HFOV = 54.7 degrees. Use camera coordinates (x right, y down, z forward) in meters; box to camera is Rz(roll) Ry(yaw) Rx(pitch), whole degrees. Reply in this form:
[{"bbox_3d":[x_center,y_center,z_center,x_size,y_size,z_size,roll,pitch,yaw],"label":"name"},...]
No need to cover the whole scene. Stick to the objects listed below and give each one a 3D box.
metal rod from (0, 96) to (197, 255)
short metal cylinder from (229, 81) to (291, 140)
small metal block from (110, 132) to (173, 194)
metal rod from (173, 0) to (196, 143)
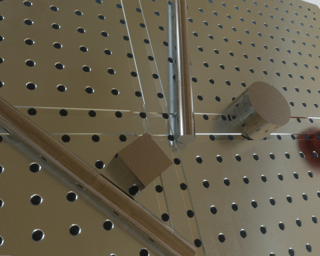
[{"bbox_3d":[-0.086,0.047,0.332,0.300,0.025,0.025,38,51,-3],"label":"metal rod"},{"bbox_3d":[0.158,-0.027,0.493,0.081,0.050,0.080,14,56,-21],"label":"short metal cylinder"},{"bbox_3d":[-0.021,0.041,0.371,0.050,0.025,0.050,49,51,6],"label":"small metal block"},{"bbox_3d":[0.036,-0.113,0.495,0.025,0.025,0.299,14,56,-21],"label":"metal rod"}]
